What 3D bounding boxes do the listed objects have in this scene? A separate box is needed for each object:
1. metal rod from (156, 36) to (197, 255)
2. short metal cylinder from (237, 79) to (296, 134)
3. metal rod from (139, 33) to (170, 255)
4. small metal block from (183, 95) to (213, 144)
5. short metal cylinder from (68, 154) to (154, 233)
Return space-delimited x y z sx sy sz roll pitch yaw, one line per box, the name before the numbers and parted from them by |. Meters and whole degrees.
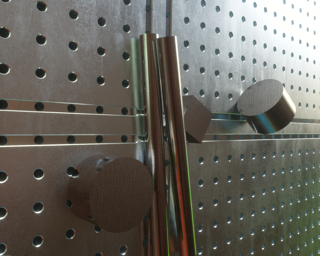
metal rod | 0.024 0.034 0.411 0.025 0.025 0.298 -17 106 -39
short metal cylinder | 0.179 -0.036 0.523 0.050 0.080 0.080 45 63 -31
metal rod | -0.006 0.031 0.403 0.025 0.025 0.298 -5 93 -40
small metal block | 0.045 -0.012 0.446 0.050 0.025 0.050 38 67 -34
short metal cylinder | -0.054 0.071 0.347 0.081 0.050 0.080 0 90 -40
